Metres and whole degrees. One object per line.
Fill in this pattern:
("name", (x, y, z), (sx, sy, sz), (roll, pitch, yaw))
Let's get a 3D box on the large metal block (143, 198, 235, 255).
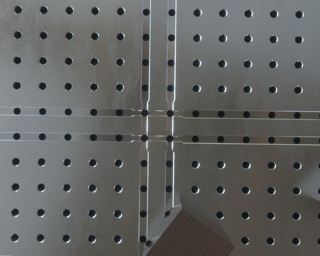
("large metal block", (0.035, 0.153, 0.401), (0.080, 0.050, 0.080), (38, 90, 0))
